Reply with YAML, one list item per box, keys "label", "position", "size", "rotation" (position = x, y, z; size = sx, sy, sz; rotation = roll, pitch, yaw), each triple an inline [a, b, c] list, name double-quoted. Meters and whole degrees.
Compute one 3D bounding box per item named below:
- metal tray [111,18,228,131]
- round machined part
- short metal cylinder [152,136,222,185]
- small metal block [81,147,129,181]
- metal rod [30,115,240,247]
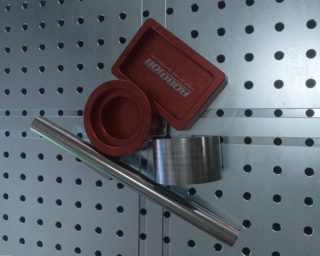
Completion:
- label: "metal tray"
  position: [0.010, -0.069, 0.405]
  size: [0.130, 0.030, 0.090]
  rotation: [42, 102, 15]
- label: "round machined part"
  position: [-0.048, -0.013, 0.411]
  size: [0.098, 0.042, 0.097]
  rotation: [0, 90, 21]
- label: "short metal cylinder"
  position: [0.032, 0.036, 0.370]
  size: [0.080, 0.080, 0.050]
  rotation: [-4, 89, 19]
- label: "small metal block"
  position: [-0.075, 0.038, 0.438]
  size: [0.050, 0.025, 0.050]
  rotation: [30, 99, 17]
- label: "metal rod"
  position: [-0.038, 0.065, 0.403]
  size: [0.301, 0.025, 0.025]
  rotation: [28, 99, 8]
